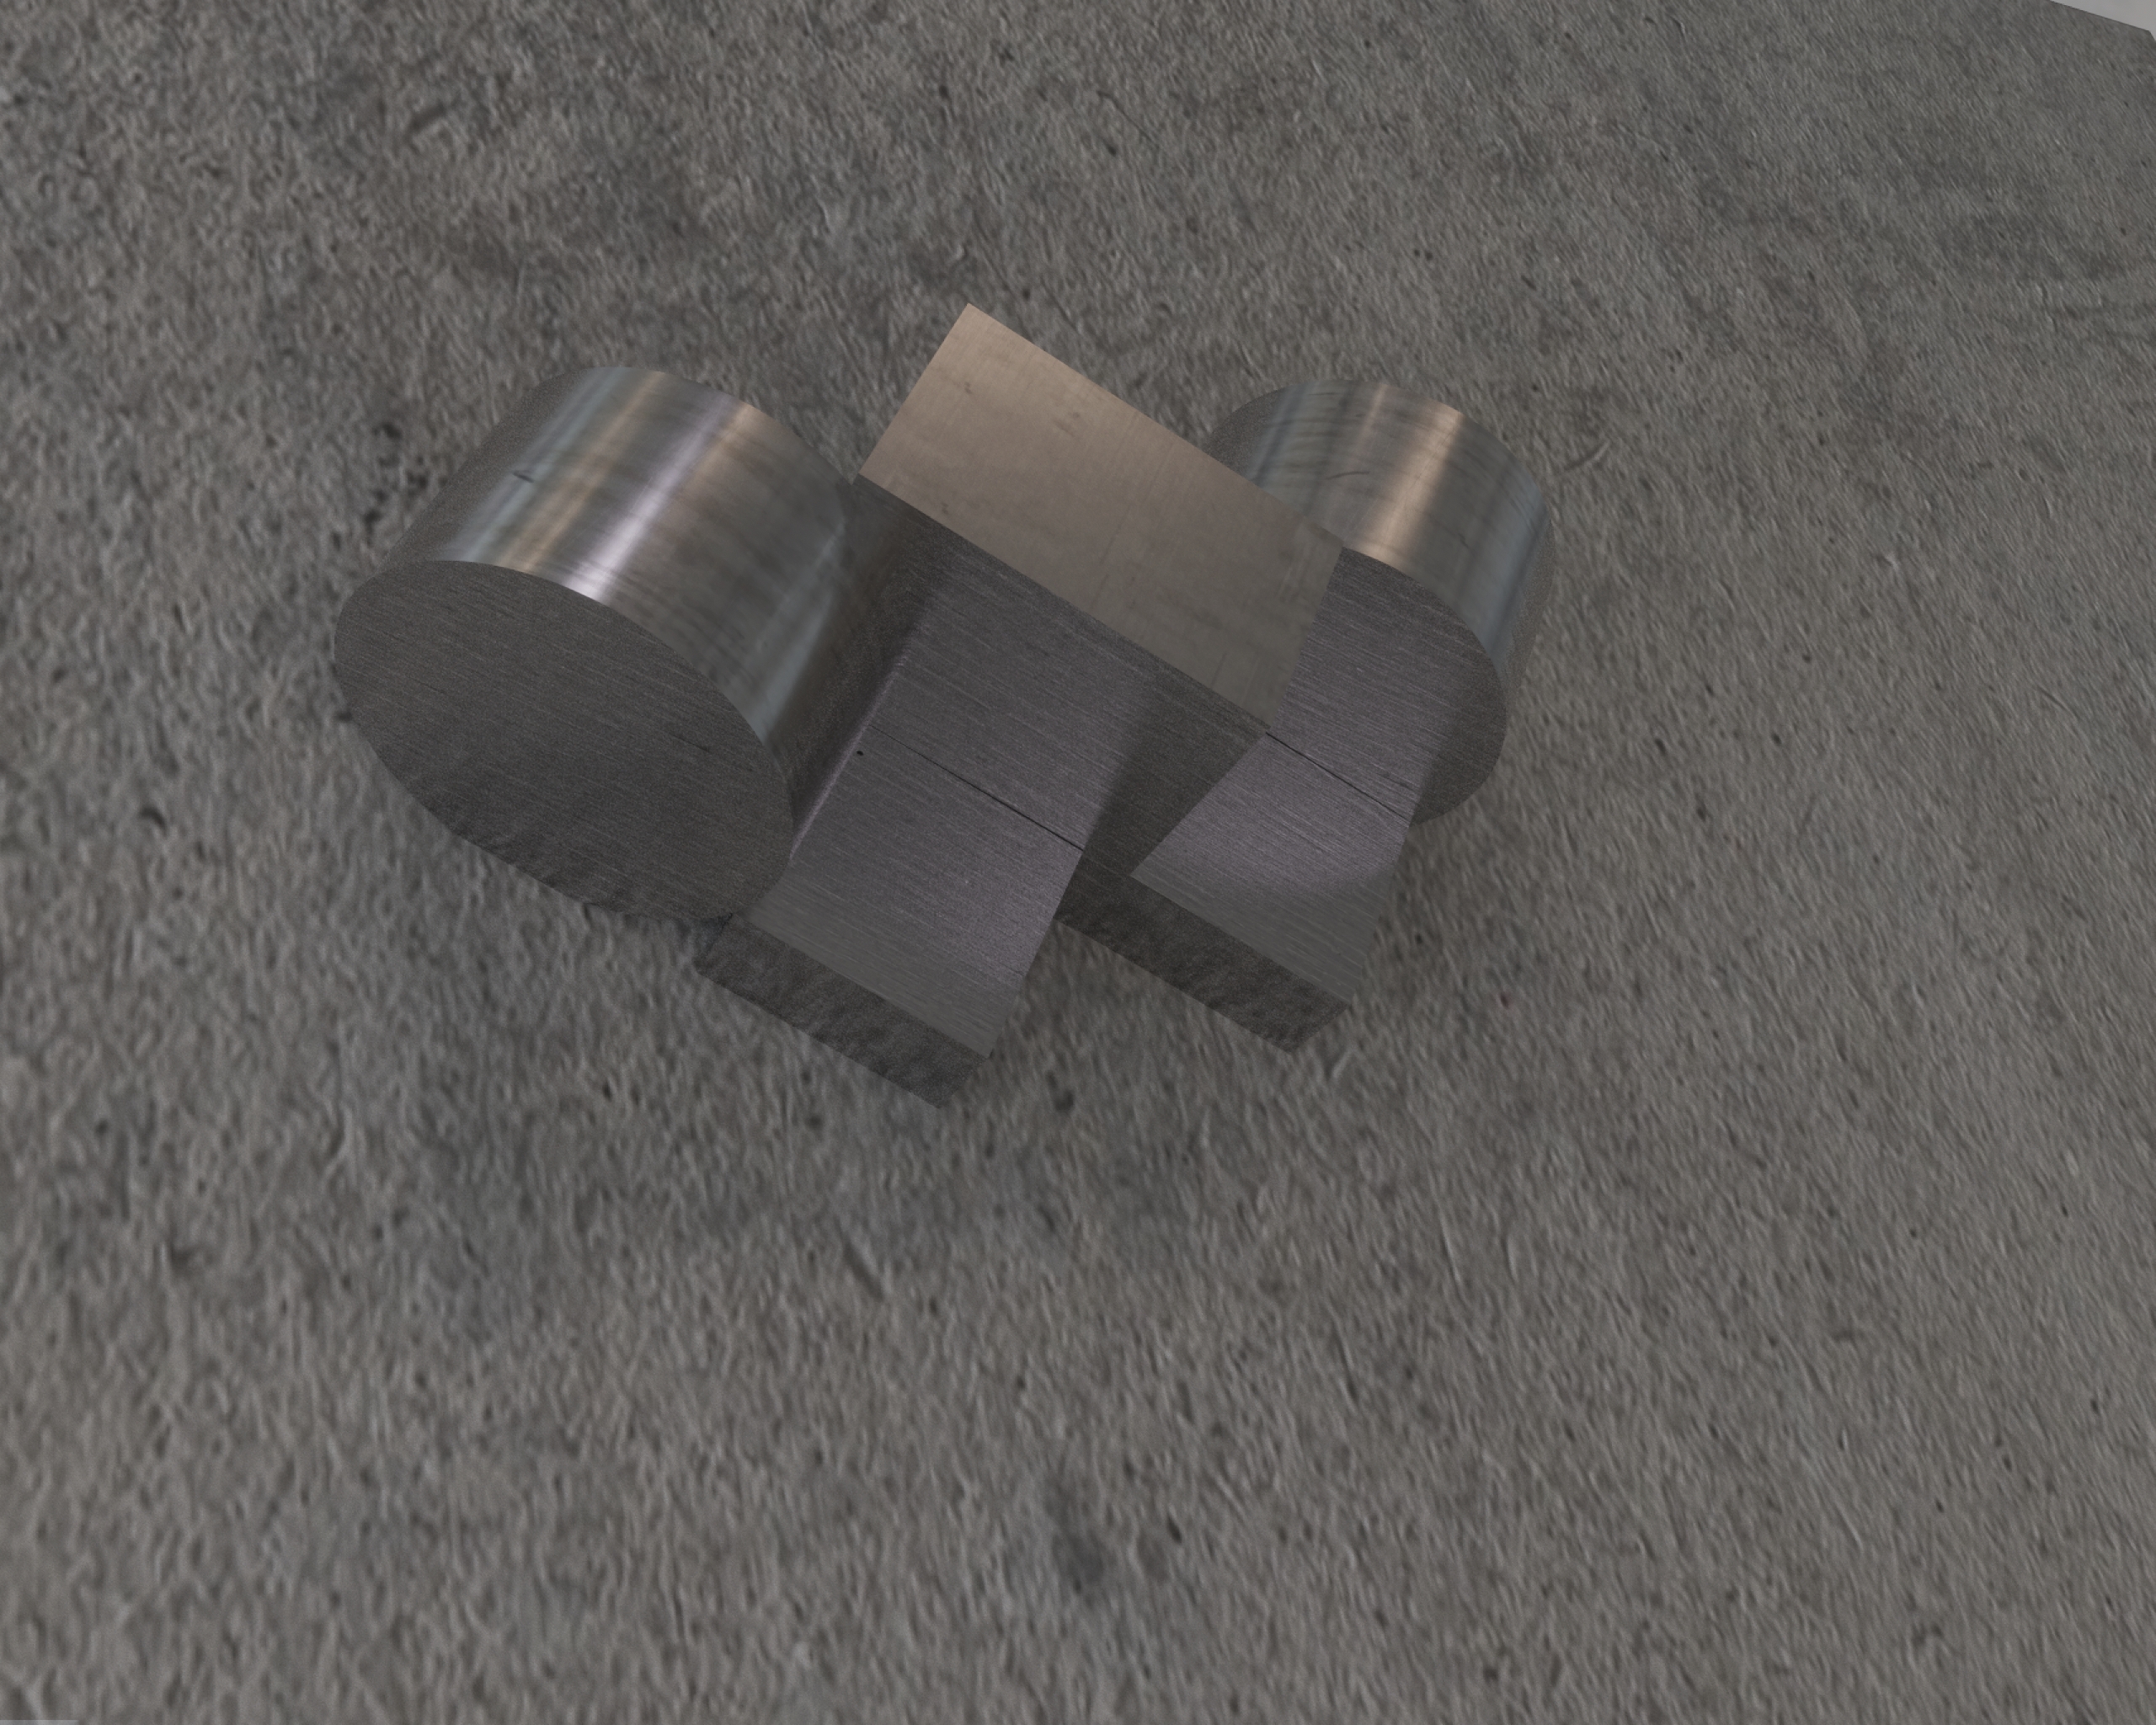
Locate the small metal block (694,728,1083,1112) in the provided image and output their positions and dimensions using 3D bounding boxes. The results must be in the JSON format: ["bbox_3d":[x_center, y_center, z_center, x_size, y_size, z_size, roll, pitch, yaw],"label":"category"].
[{"bbox_3d":[-0.034,0.009,0.382,0.050,0.025,0.050,31,52,-8],"label":"small metal block"}]

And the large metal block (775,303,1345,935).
[{"bbox_3d":[-0.010,-0.042,0.391,0.080,0.080,0.050,31,52,-9],"label":"large metal block"}]

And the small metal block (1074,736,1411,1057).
[{"bbox_3d":[0.034,0.003,0.422,0.050,0.025,0.050,31,52,-8],"label":"small metal block"}]

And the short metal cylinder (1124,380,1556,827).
[{"bbox_3d":[0.053,-0.051,0.430,0.080,0.080,0.050,31,52,-9],"label":"short metal cylinder"}]

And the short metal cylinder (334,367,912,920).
[{"bbox_3d":[-0.075,-0.035,0.351,0.080,0.080,0.050,31,52,-9],"label":"short metal cylinder"}]
